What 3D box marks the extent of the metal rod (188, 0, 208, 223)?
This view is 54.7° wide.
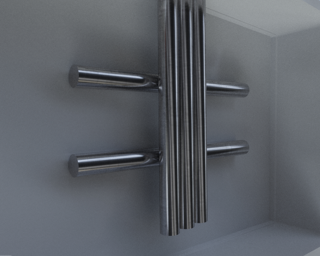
[{"bbox_3d":[0.049,-0.026,0.412,0.025,0.025,0.298,-1,91,-40],"label":"metal rod"}]

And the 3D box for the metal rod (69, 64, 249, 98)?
[{"bbox_3d":[0.024,-0.059,0.425,0.302,0.025,0.025,-2,92,-40],"label":"metal rod"}]

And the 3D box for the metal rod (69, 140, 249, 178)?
[{"bbox_3d":[0.024,0.036,0.425,0.302,0.025,0.025,-2,91,-40],"label":"metal rod"}]

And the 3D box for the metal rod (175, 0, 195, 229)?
[{"bbox_3d":[0.031,-0.023,0.396,0.025,0.025,0.298,-1,91,-40],"label":"metal rod"}]

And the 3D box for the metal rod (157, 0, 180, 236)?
[{"bbox_3d":[0.011,-0.021,0.380,0.025,0.025,0.298,-1,91,-40],"label":"metal rod"}]
